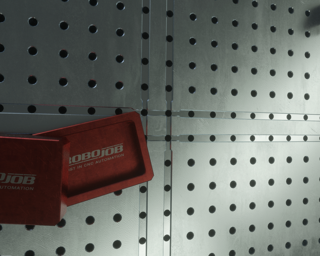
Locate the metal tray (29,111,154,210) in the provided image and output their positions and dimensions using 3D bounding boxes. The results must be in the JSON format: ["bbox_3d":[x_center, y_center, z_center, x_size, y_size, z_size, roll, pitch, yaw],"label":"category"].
[{"bbox_3d":[-0.081,0.037,0.379,0.131,0.030,0.089,-15,95,-20],"label":"metal tray"}]

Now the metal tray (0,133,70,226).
[{"bbox_3d":[-0.166,0.052,0.326,0.131,0.030,0.089,4,94,-4],"label":"metal tray"}]
